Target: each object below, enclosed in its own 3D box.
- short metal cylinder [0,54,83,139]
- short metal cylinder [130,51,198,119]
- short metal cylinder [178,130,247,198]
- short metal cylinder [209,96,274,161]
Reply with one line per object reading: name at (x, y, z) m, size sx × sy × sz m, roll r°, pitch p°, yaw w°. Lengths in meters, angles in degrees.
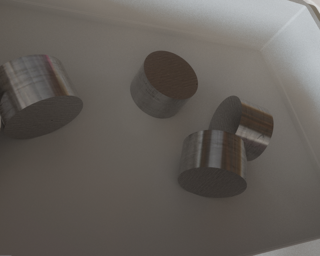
short metal cylinder at (-0.128, -0.030, 0.321) m, size 0.081 × 0.080 × 0.050 m, roll -20°, pitch 73°, yaw -36°
short metal cylinder at (0.005, -0.060, 0.431) m, size 0.081 × 0.050 × 0.080 m, roll 14°, pitch 56°, yaw -21°
short metal cylinder at (0.065, 0.046, 0.379) m, size 0.080 × 0.080 × 0.050 m, roll 22°, pitch 54°, yaw -15°
short metal cylinder at (0.110, 0.001, 0.431) m, size 0.050 × 0.080 × 0.080 m, roll 20°, pitch 54°, yaw -17°
